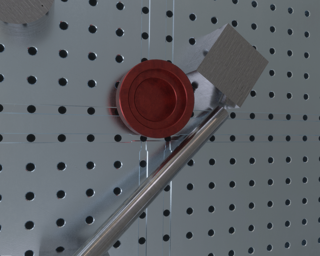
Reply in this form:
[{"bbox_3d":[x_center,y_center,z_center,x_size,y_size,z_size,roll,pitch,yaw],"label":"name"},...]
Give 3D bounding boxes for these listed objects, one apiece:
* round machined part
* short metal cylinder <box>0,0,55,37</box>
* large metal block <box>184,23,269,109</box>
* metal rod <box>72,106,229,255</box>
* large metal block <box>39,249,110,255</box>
[{"bbox_3d":[-0.009,-0.036,0.401,0.099,0.042,0.097,0,90,-20],"label":"round machined part"},{"bbox_3d":[-0.158,-0.147,0.341,0.081,0.050,0.079,0,90,-20],"label":"short metal cylinder"},{"bbox_3d":[0.090,-0.082,0.432,0.080,0.050,0.080,37,78,-16],"label":"large metal block"},{"bbox_3d":[-0.009,0.072,0.381,0.301,0.025,0.025,-44,104,-26],"label":"metal rod"},{"bbox_3d":[-0.102,0.191,0.362,0.081,0.050,0.080,5,89,-20],"label":"large metal block"}]
